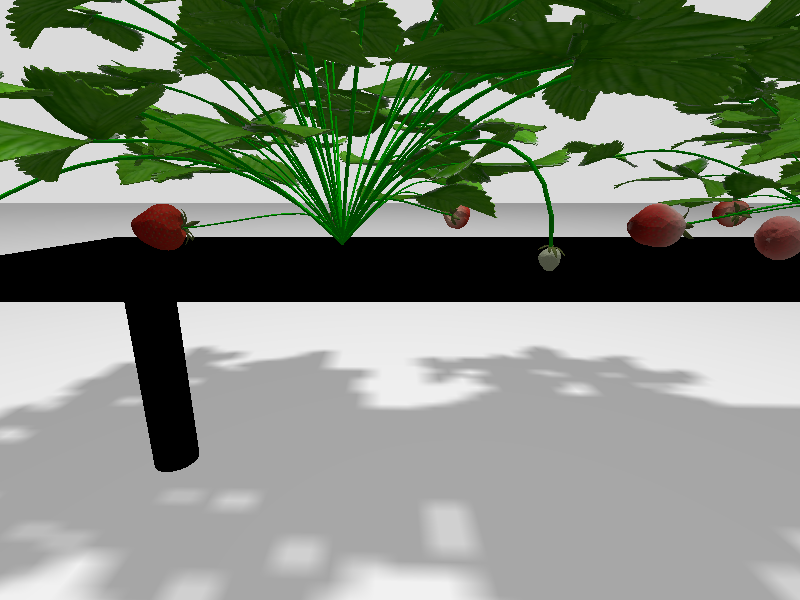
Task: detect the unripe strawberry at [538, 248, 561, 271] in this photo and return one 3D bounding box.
[{"bbox_3d":[0.070,-0.019,0.186,0.011,0.011,0.010,-11,18,-35],"label":"unripe strawberry"}]

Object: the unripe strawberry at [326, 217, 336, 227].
[{"bbox_3d":[-0.083,-0.094,0.483,0.019,0.016,0.019,-3,8,-13],"label":"unripe strawberry"}]

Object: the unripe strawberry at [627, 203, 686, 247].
[{"bbox_3d":[0.202,-0.060,0.319,0.040,0.034,0.039,-3,15,-7],"label":"unripe strawberry"}]

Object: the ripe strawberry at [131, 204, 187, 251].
[{"bbox_3d":[-0.191,-0.057,0.316,0.038,0.037,0.035,-4,15,-11],"label":"ripe strawberry"}]

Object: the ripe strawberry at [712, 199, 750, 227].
[{"bbox_3d":[0.423,-0.112,0.515,0.039,0.035,0.035,2,15,7],"label":"ripe strawberry"}]

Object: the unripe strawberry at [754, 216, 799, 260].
[{"bbox_3d":[0.246,-0.040,0.261,0.027,0.029,0.025,-9,17,-28],"label":"unripe strawberry"}]

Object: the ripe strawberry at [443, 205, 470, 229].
[{"bbox_3d":[0.074,-0.109,0.509,0.034,0.036,0.037,11,18,35],"label":"ripe strawberry"}]
